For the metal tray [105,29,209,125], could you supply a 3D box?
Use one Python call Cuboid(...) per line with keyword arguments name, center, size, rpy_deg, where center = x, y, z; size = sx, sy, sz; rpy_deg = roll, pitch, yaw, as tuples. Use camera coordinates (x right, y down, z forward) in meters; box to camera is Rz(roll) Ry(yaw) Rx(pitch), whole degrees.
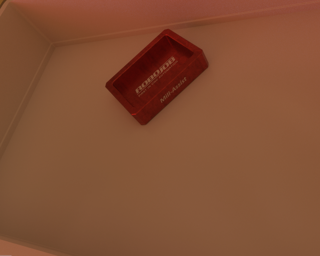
Cuboid(name="metal tray", center=(-0.007, -0.077, 0.451), size=(0.130, 0.030, 0.090), rpy_deg=(-43, 51, -2))
